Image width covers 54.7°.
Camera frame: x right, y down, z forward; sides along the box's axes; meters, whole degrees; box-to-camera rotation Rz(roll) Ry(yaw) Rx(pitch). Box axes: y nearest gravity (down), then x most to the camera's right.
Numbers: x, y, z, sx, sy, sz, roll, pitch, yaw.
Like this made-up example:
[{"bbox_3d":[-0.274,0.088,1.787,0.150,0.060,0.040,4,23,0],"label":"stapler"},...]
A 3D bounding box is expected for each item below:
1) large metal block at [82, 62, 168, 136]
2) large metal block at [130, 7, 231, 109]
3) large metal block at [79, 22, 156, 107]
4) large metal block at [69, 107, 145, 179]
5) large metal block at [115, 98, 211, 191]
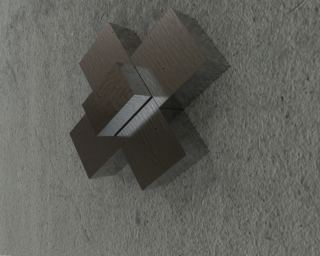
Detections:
[{"bbox_3d":[-0.039,-0.033,0.400,0.080,0.081,0.050,-44,64,31],"label":"large metal block"},{"bbox_3d":[0.022,-0.079,0.370,0.080,0.050,0.080,-44,64,31],"label":"large metal block"},{"bbox_3d":[-0.059,-0.085,0.435,0.080,0.050,0.080,-44,64,31],"label":"large metal block"},{"bbox_3d":[-0.077,0.017,0.451,0.080,0.050,0.080,-44,64,31],"label":"large metal block"},{"bbox_3d":[0.001,0.020,0.386,0.080,0.050,0.080,-44,64,31],"label":"large metal block"}]
